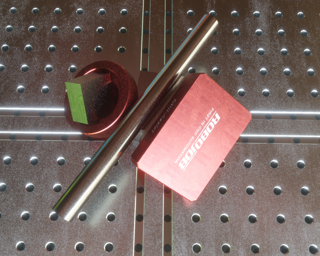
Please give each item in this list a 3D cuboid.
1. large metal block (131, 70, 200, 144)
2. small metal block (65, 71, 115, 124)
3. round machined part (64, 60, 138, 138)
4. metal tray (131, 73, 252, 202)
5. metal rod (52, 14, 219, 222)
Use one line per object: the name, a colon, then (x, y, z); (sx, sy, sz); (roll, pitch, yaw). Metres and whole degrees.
large metal block: (0.008, -0.023, 0.406); (0.080, 0.050, 0.080); (9, 70, 3)
small metal block: (-0.084, -0.039, 0.382); (0.025, 0.050, 0.050); (12, 30, 31)
round machined part: (-0.071, -0.034, 0.400); (0.098, 0.042, 0.098); (-7, 71, 23)
metal tray: (0.039, 0.011, 0.370); (0.090, 0.030, 0.130); (36, 86, -21)
metal rod: (-0.018, -0.025, 0.367); (0.025, 0.025, 0.300); (33, 73, 11)
